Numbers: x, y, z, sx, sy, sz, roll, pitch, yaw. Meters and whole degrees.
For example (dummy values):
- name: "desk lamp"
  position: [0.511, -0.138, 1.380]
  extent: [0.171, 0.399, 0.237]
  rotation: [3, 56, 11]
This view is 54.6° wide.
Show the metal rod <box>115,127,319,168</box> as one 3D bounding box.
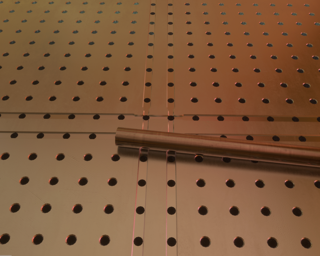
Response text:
- name: "metal rod"
  position: [0.095, 0.026, 0.386]
  extent: [0.301, 0.025, 0.025]
  rotation: [6, 50, 4]
